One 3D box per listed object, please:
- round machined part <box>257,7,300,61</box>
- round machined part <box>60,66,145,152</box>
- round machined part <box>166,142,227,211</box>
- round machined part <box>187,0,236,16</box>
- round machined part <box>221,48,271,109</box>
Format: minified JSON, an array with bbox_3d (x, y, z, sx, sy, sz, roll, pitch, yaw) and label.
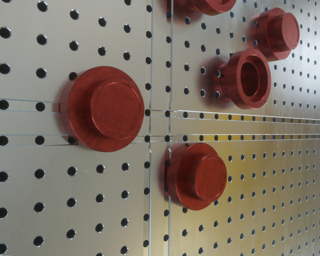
[{"bbox_3d":[0.229,-0.179,0.588,0.099,0.042,0.097,0,90,-40],"label":"round machined part"},{"bbox_3d":[-0.057,-0.021,0.350,0.099,0.042,0.097,0,90,-40],"label":"round machined part"},{"bbox_3d":[0.059,0.070,0.447,0.099,0.042,0.097,0,90,-40],"label":"round machined part"},{"bbox_3d":[0.068,-0.214,0.454,0.099,0.042,0.097,0,90,-40],"label":"round machined part"},{"bbox_3d":[0.139,-0.079,0.513,0.099,0.042,0.097,0,90,-40],"label":"round machined part"}]
